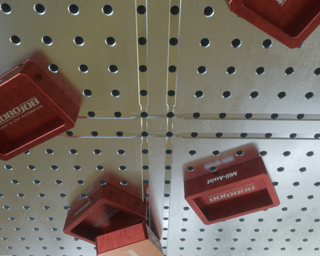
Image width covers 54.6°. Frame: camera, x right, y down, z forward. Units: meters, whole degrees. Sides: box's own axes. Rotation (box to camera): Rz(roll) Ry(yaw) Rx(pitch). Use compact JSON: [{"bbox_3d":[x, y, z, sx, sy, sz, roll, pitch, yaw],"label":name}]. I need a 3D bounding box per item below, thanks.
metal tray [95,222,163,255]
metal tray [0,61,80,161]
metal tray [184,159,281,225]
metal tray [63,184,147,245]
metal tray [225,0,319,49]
[{"bbox_3d":[-0.051,0.219,0.564,0.090,0.030,0.130,-18,143,2],"label":"metal tray"},{"bbox_3d":[-0.182,-0.016,0.392,0.130,0.030,0.090,-24,126,19],"label":"metal tray"},{"bbox_3d":[0.115,0.106,0.499,0.130,0.030,0.090,-21,127,17],"label":"metal tray"},{"bbox_3d":[-0.096,0.157,0.540,0.090,0.030,0.130,33,123,-25],"label":"metal tray"},{"bbox_3d":[0.134,-0.148,0.282,0.090,0.030,0.129,24,126,-19],"label":"metal tray"}]
